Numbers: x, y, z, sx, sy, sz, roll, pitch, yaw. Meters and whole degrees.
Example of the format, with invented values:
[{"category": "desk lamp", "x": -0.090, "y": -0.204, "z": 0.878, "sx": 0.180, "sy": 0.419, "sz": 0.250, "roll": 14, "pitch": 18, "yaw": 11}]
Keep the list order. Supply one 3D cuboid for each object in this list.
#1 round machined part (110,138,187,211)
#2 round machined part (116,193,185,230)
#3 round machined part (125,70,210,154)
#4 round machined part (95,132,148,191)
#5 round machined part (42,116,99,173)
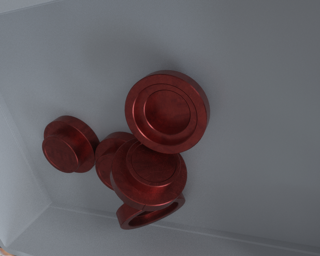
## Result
[{"category": "round machined part", "x": -0.012, "y": 0.052, "z": 0.394, "sx": 0.098, "sy": 0.098, "sz": 0.042, "roll": 32, "pitch": 143, "yaw": 7}, {"category": "round machined part", "x": -0.017, "y": 0.105, "z": 0.447, "sx": 0.097, "sy": 0.099, "sz": 0.042, "roll": -50, "pitch": 54, "yaw": 39}, {"category": "round machined part", "x": 0.011, "y": -0.022, "z": 0.371, "sx": 0.098, "sy": 0.042, "sz": 0.097, "roll": 7, "pitch": 115, "yaw": 16}, {"category": "round machined part", "x": -0.056, "y": 0.058, "z": 0.461, "sx": 0.098, "sy": 0.042, "sz": 0.097, "roll": 13, "pitch": 124, "yaw": 20}, {"category": "round machined part", "x": -0.146, "y": 0.033, "z": 0.493, "sx": 0.098, "sy": 0.042, "sz": 0.097, "roll": 13, "pitch": 124, "yaw": 20}]
